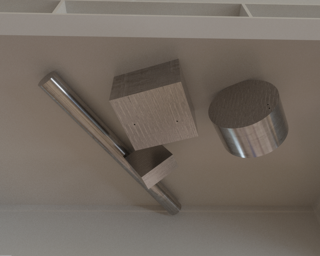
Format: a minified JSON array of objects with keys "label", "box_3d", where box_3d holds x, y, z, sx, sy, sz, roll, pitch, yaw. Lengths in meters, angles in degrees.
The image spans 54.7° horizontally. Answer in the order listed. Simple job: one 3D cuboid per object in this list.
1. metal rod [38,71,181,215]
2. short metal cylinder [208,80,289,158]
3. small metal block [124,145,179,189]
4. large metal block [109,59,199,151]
[{"label":"metal rod","box_3d":[-0.053,0.040,0.441,0.025,0.025,0.300,-25,126,19]},{"label":"short metal cylinder","box_3d":[0.104,-0.012,0.365,0.080,0.080,0.050,-20,127,16]},{"label":"small metal block","box_3d":[-0.012,0.047,0.420,0.050,0.050,0.025,-35,129,-14]},{"label":"large metal block","box_3d":[-0.005,-0.026,0.371,0.080,0.050,0.080,-14,129,11]}]
